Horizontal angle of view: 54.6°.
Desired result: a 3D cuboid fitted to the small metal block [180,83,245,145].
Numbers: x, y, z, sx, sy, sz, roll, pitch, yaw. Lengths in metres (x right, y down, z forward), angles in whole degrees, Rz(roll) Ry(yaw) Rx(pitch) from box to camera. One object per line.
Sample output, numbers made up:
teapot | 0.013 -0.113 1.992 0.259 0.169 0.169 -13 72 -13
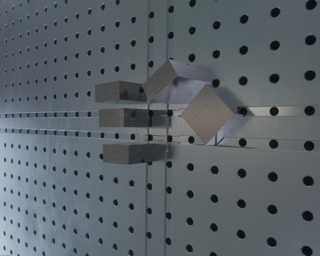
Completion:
small metal block | 0.060 -0.015 0.361 0.050 0.025 0.050 -52 60 27

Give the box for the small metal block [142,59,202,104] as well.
small metal block | 0.015 -0.055 0.382 0.050 0.050 0.025 -39 66 33

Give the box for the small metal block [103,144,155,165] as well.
small metal block | -0.043 0.035 0.430 0.050 0.050 0.025 -1 90 40

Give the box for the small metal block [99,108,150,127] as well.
small metal block | -0.050 -0.014 0.435 0.050 0.050 0.025 0 90 40

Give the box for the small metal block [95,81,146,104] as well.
small metal block | -0.056 -0.049 0.441 0.050 0.050 0.025 -2 89 40
